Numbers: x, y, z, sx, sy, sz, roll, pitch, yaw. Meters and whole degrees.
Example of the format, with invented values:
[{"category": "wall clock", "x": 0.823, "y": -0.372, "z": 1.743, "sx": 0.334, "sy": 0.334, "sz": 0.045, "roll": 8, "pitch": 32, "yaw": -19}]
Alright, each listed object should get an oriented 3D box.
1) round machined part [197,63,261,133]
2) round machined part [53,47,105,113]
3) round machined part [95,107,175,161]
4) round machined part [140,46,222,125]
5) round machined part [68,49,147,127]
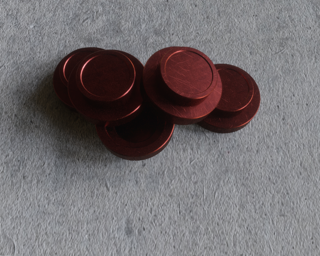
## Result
[{"category": "round machined part", "x": 0.087, "y": -0.045, "z": 0.417, "sx": 0.099, "sy": 0.042, "sz": 0.098, "roll": 0, "pitch": 70, "yaw": -1}, {"category": "round machined part", "x": -0.098, "y": -0.070, "z": 0.424, "sx": 0.099, "sy": 0.042, "sz": 0.098, "roll": 0, "pitch": 70, "yaw": -1}, {"category": "round machined part", "x": -0.031, "y": -0.005, "z": 0.401, "sx": 0.099, "sy": 0.042, "sz": 0.098, "roll": 0, "pitch": 70, "yaw": -1}, {"category": "round machined part", "x": 0.028, "y": -0.056, "z": 0.366, "sx": 0.099, "sy": 0.042, "sz": 0.098, "roll": 5, "pitch": 68, "yaw": -13}, {"category": "round machined part", "x": -0.062, "y": -0.054, "z": 0.374, "sx": 0.099, "sy": 0.042, "sz": 0.098, "roll": 0, "pitch": 70, "yaw": -1}]
